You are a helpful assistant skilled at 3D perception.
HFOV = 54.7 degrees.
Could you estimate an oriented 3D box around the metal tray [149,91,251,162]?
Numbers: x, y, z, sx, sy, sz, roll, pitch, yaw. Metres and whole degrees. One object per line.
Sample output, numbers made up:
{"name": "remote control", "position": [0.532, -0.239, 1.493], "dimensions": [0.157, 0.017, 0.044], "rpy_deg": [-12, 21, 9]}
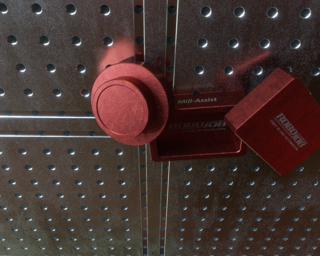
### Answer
{"name": "metal tray", "position": [0.049, 0.000, 0.409], "dimensions": [0.131, 0.030, 0.089], "rpy_deg": [-4, 130, 3]}

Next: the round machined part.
{"name": "round machined part", "position": [-0.036, -0.025, 0.352], "dimensions": [0.098, 0.042, 0.097], "rpy_deg": [7, 110, 18]}

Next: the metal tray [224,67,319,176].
{"name": "metal tray", "position": [0.151, -0.003, 0.383], "dimensions": [0.090, 0.030, 0.130], "rpy_deg": [-44, 127, 13]}
